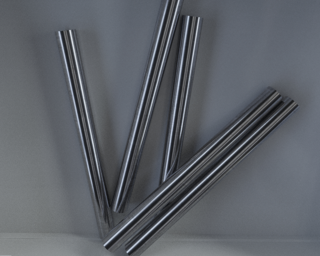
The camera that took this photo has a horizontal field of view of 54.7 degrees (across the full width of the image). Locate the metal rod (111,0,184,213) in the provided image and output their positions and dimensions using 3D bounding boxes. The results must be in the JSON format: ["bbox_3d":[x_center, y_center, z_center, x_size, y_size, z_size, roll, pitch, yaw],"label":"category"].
[{"bbox_3d":[-0.022,-0.018,0.404,0.025,0.025,0.298,14,110,-5],"label":"metal rod"}]

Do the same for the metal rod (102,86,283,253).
[{"bbox_3d":[0.039,0.057,0.409,0.300,0.025,0.025,-43,105,5],"label":"metal rod"}]

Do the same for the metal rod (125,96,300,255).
[{"bbox_3d":[0.065,0.071,0.420,0.300,0.025,0.025,-44,105,7],"label":"metal rod"}]

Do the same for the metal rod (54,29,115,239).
[{"bbox_3d":[-0.096,0.023,0.418,0.025,0.025,0.298,-6,110,2],"label":"metal rod"}]

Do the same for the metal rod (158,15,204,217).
[{"bbox_3d":[0.020,0.008,0.414,0.025,0.025,0.298,7,110,-3],"label":"metal rod"}]
